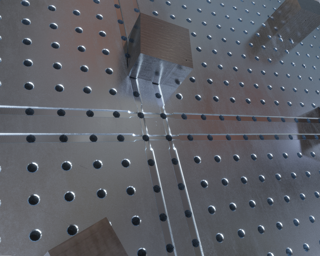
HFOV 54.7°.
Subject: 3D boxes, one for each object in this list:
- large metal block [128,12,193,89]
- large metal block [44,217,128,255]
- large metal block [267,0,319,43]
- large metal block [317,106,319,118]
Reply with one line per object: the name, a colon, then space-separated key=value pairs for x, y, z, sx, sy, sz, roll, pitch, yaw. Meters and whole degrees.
large metal block: x=-0.001 y=-0.114 z=0.463 sx=0.081 sy=0.050 sz=0.080 roll=11 pitch=57 yaw=-22
large metal block: x=-0.058 y=0.132 z=0.262 sx=0.050 sy=0.080 sz=0.080 roll=-24 pitch=75 yaw=-37
large metal block: x=0.303 y=-0.243 z=0.688 sx=0.081 sy=0.080 sz=0.050 roll=6 pitch=60 yaw=-26
large metal block: x=0.360 y=-0.008 z=0.595 sx=0.081 sy=0.050 sz=0.080 roll=20 pitch=54 yaw=-17
